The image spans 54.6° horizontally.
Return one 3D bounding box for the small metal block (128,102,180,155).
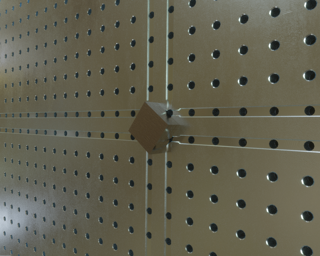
[{"bbox_3d":[-0.009,0.000,0.418,0.050,0.025,0.050,46,118,30],"label":"small metal block"}]
